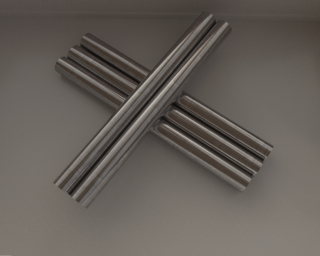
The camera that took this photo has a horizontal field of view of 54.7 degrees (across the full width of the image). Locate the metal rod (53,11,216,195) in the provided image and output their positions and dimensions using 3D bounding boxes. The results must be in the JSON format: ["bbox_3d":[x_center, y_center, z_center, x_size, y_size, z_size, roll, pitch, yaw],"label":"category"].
[{"bbox_3d":[-0.022,-0.042,0.397,0.025,0.025,0.300,36,74,12],"label":"metal rod"}]

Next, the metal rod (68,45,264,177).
[{"bbox_3d":[-0.001,-0.028,0.418,0.301,0.025,0.025,33,73,11],"label":"metal rod"}]

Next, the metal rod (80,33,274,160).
[{"bbox_3d":[0.015,-0.048,0.425,0.300,0.025,0.025,33,73,11],"label":"metal rod"}]

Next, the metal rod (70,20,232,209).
[{"bbox_3d":[-0.001,-0.029,0.392,0.025,0.025,0.300,36,74,12],"label":"metal rod"}]

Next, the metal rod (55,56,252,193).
[{"bbox_3d":[-0.017,-0.010,0.412,0.301,0.025,0.025,33,73,11],"label":"metal rod"}]
